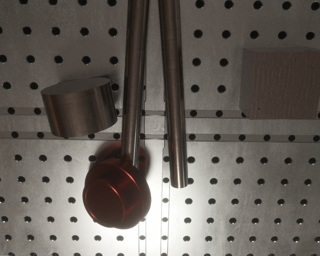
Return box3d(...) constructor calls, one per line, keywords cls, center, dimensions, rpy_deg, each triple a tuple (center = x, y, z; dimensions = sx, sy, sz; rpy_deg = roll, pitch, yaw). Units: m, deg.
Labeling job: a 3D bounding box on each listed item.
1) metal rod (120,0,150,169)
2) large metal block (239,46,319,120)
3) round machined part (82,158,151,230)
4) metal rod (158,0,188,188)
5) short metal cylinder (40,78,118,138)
box3d(cls="metal rod", center=(-0.034, -0.041, 0.397), dimensions=(0.025, 0.025, 0.298), rpy_deg=(4, 110, -2))
box3d(cls="large metal block", center=(0.147, -0.056, 0.381), dimensions=(0.081, 0.050, 0.079), rpy_deg=(-1, 110, 0))
box3d(cls="round machined part", center=(-0.064, 0.093, 0.416), dimensions=(0.098, 0.042, 0.097), rpy_deg=(9, 110, 27))
box3d(cls="metal rod", center=(0.017, -0.059, 0.391), dimensions=(0.025, 0.025, 0.298), rpy_deg=(-4, 110, 1))
box3d(cls="short metal cylinder", center=(-0.096, -0.027, 0.373), dimensions=(0.080, 0.080, 0.050), rpy_deg=(-7, 110, 2))
